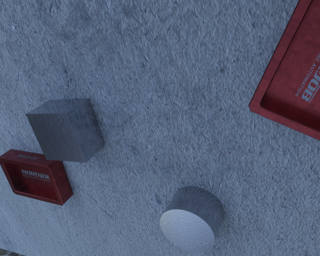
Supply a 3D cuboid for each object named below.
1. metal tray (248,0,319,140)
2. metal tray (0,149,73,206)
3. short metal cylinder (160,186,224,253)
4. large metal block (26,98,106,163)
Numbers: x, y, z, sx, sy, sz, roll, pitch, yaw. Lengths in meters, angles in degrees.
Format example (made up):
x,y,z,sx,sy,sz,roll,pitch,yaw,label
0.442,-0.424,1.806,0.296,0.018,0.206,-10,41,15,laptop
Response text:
x,y,z,sx,sy,sz,roll,pitch,yaw,label
0.151,-0.057,0.288,0.090,0.030,0.129,25,127,12,metal tray
-0.234,0.092,0.583,0.130,0.030,0.089,5,121,25,metal tray
0.047,0.131,0.447,0.080,0.050,0.079,13,124,21,short metal cylinder
-0.140,0.003,0.466,0.080,0.050,0.080,0,119,28,large metal block
